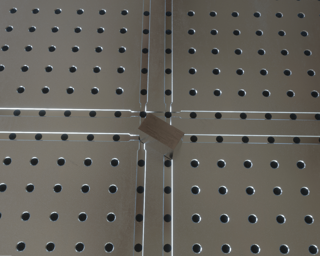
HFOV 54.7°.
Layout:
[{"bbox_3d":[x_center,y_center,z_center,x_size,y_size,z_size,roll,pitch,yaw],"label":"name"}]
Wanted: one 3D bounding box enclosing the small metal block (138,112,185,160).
[{"bbox_3d":[0.001,0.012,0.394,0.050,0.050,0.025,30,73,10],"label":"small metal block"}]
